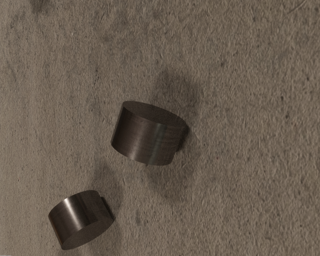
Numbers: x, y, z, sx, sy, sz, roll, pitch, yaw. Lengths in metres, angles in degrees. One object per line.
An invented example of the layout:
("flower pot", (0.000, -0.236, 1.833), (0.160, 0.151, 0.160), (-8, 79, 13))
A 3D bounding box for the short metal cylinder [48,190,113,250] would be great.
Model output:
("short metal cylinder", (-0.118, 0.137, 0.464), (0.080, 0.081, 0.050), (-50, 61, 28))

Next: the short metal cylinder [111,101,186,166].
("short metal cylinder", (-0.014, 0.005, 0.379), (0.080, 0.081, 0.050), (31, 109, 35))
